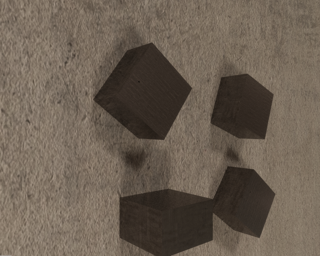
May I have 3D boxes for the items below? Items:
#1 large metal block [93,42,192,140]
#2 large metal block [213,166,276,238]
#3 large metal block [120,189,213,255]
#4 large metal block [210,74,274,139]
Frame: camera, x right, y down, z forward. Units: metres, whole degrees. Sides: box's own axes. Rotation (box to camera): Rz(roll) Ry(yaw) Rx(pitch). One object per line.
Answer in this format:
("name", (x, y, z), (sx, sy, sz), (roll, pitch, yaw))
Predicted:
("large metal block", (-0.018, -0.042, 0.375), (0.080, 0.050, 0.080), (44, 64, -32))
("large metal block", (0.136, 0.120, 0.506), (0.080, 0.050, 0.080), (44, 63, -31))
("large metal block", (0.007, 0.110, 0.377), (0.081, 0.080, 0.050), (-1, 91, -40))
("large metal block", (0.135, -0.032, 0.505), (0.080, 0.050, 0.080), (25, 74, -38))
